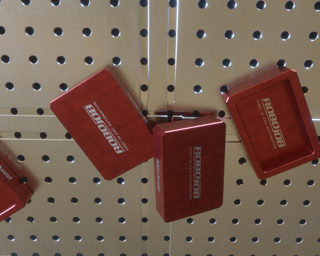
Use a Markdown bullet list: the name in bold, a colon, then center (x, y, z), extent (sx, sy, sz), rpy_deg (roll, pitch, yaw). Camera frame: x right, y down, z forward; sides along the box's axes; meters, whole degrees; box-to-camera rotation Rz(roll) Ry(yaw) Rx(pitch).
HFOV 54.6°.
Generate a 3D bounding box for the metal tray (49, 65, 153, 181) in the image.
- **metal tray**: center (-0.068, -0.004, 0.409), extent (0.090, 0.030, 0.130), rpy_deg (-30, 108, 10)

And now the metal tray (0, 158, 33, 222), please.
- **metal tray**: center (-0.260, 0.076, 0.436), extent (0.090, 0.030, 0.130), rpy_deg (-32, 107, 11)

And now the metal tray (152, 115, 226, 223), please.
- **metal tray**: center (0.040, 0.054, 0.414), extent (0.091, 0.030, 0.129), rpy_deg (-10, 112, -20)

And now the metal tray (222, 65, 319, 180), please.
- **metal tray**: center (0.148, -0.004, 0.409), extent (0.090, 0.030, 0.130), rpy_deg (-24, 109, 8)
